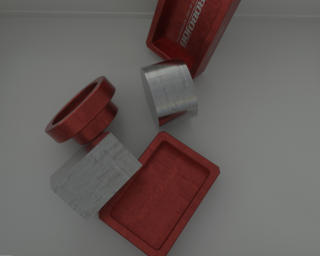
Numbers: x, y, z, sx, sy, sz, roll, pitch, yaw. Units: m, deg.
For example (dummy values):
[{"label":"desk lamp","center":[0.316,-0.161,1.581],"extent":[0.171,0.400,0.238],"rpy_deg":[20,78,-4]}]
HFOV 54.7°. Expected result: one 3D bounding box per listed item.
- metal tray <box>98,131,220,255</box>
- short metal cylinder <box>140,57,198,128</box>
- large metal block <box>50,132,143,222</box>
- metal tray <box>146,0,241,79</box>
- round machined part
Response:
[{"label":"metal tray","center":[0.001,0.080,0.377],"extent":[0.090,0.030,0.130],"rpy_deg":[34,73,11]},{"label":"short metal cylinder","center":[0.010,-0.045,0.397],"extent":[0.050,0.080,0.080],"rpy_deg":[-17,71,-6]},{"label":"large metal block","center":[-0.076,0.050,0.354],"extent":[0.080,0.080,0.050],"rpy_deg":[-45,104,-15]},{"label":"metal tray","center":[0.038,-0.138,0.404],"extent":[0.090,0.129,0.030],"rpy_deg":[40,51,13]},{"label":"round machined part","center":[-0.091,-0.016,0.386],"extent":[0.098,0.098,0.042],"rpy_deg":[-49,112,-16]}]
